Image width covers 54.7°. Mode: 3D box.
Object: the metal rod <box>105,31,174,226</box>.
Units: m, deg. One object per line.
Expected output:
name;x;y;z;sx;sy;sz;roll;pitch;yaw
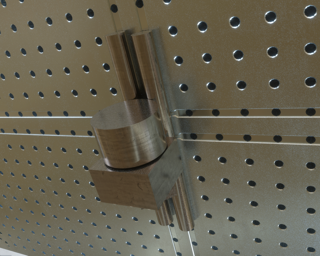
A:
metal rod;-0.022;0.018;0.434;0.025;0.025;0.298;1;119;27

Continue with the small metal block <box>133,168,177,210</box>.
small metal block;-0.011;0.077;0.418;0.050;0.050;0.025;-19;116;-13

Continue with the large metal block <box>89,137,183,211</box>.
large metal block;-0.026;0.052;0.388;0.080;0.080;0.050;1;119;27

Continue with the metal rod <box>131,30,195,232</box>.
metal rod;0.010;0.022;0.419;0.025;0.025;0.298;1;119;27

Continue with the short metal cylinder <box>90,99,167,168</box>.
short metal cylinder;-0.036;0.004;0.368;0.080;0.080;0.050;1;119;27
